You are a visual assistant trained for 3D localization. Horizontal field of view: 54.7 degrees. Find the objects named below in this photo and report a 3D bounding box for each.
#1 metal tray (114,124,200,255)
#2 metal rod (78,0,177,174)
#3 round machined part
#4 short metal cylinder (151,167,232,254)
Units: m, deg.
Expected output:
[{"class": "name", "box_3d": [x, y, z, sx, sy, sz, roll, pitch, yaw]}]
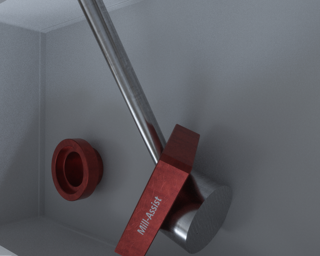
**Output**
[{"class": "metal tray", "box_3d": [-0.001, 0.069, 0.336, 0.030, 0.090, 0.129, 26, 113, 2]}, {"class": "metal rod", "box_3d": [-0.044, -0.067, 0.359, 0.025, 0.025, 0.299, -13, 108, 39]}, {"class": "round machined part", "box_3d": [-0.129, 0.065, 0.500, 0.098, 0.042, 0.097, 0, 90, 39]}, {"class": "short metal cylinder", "box_3d": [0.035, 0.088, 0.341, 0.050, 0.081, 0.079, 26, 106, 36]}]
